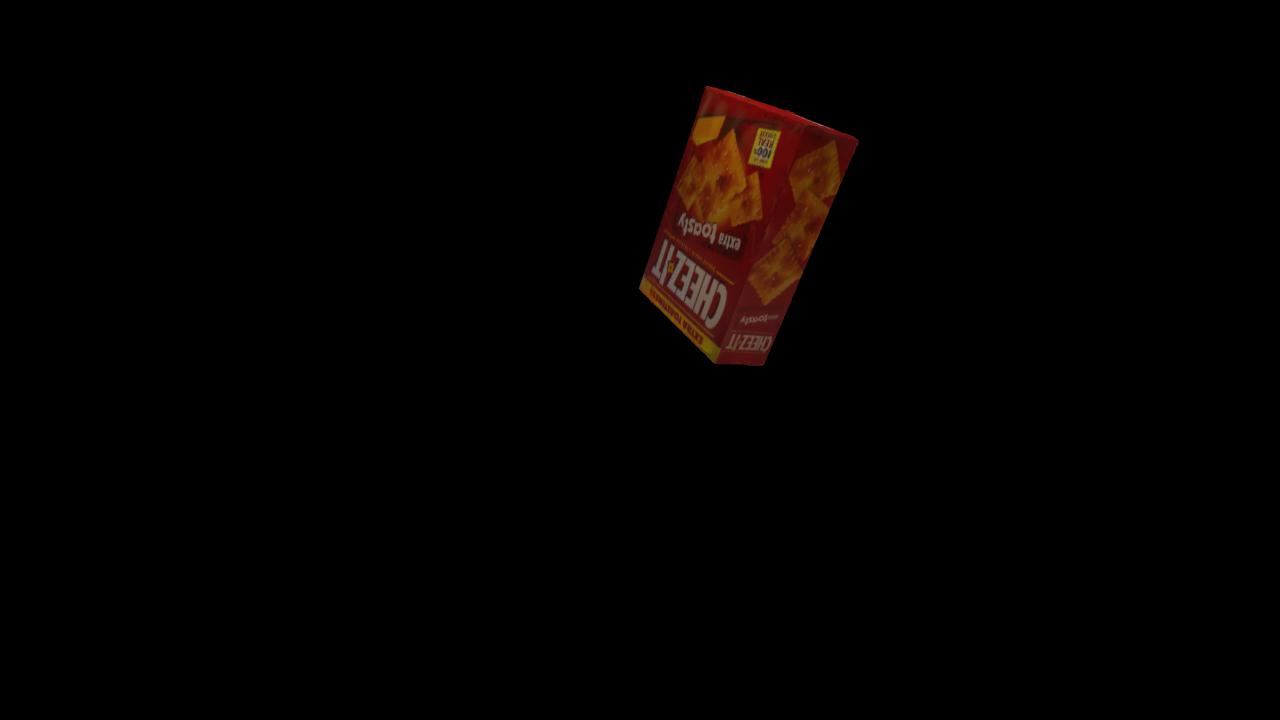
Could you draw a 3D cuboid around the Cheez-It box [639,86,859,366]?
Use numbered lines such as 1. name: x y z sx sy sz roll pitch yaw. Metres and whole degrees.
1. Cheez-It box: 0.090 -0.129 0.595 0.071 0.223 0.166 2 30 -30
